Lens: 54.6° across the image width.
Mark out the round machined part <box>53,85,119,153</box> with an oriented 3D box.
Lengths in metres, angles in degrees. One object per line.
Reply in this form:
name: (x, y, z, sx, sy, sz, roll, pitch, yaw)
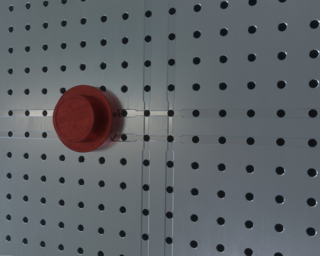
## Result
round machined part: (-0.113, -0.013, 0.444, 0.098, 0.042, 0.097, 0, 90, 20)
